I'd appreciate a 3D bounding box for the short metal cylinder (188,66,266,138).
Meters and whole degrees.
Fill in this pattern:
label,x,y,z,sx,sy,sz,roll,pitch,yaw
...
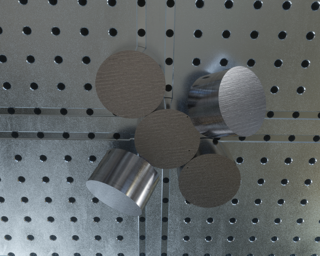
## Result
label,x,y,z,sx,sy,sz,roll,pitch,yaw
short metal cylinder,0.080,-0.029,0.369,0.081,0.050,0.080,3,85,-35

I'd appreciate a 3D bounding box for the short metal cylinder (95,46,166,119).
label,x,y,z,sx,sy,sz,roll,pitch,yaw
short metal cylinder,-0.034,-0.057,0.378,0.081,0.050,0.079,0,110,-1

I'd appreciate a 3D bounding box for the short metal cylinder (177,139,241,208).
label,x,y,z,sx,sy,sz,roll,pitch,yaw
short metal cylinder,0.064,0.061,0.423,0.081,0.050,0.079,0,110,-1

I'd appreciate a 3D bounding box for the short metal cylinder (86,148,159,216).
label,x,y,z,sx,sy,sz,roll,pitch,yaw
short metal cylinder,-0.048,0.071,0.404,0.080,0.050,0.080,21,147,15

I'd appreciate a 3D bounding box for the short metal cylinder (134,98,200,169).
label,x,y,z,sx,sy,sz,roll,pitch,yaw
short metal cylinder,0.009,0.006,0.402,0.081,0.050,0.079,0,110,-1
